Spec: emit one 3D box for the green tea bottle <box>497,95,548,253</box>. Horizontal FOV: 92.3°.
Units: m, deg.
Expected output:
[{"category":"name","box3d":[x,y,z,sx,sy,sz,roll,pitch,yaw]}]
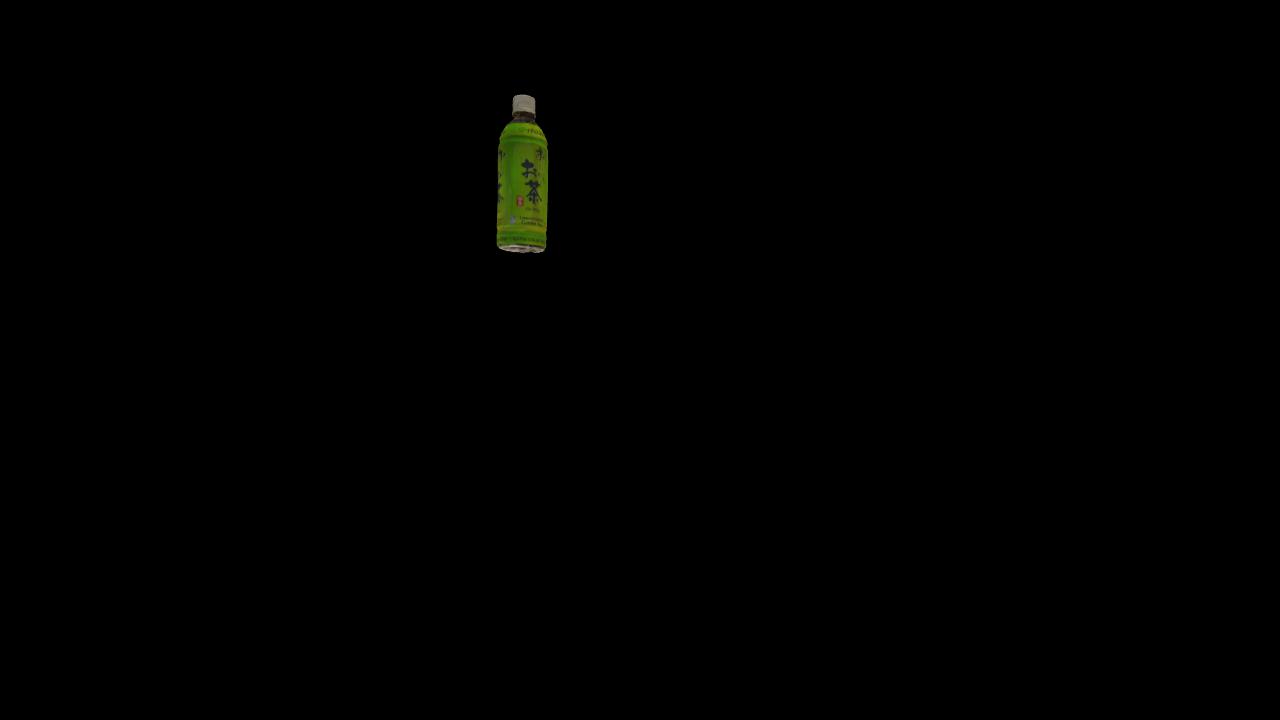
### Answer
[{"category":"green tea bottle","box3d":[-0.164,-0.259,0.862,0.073,0.212,0.073,1,1,0]}]
